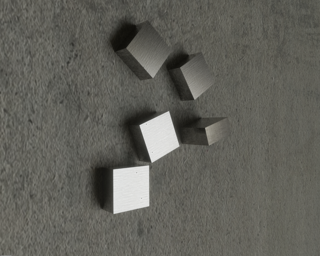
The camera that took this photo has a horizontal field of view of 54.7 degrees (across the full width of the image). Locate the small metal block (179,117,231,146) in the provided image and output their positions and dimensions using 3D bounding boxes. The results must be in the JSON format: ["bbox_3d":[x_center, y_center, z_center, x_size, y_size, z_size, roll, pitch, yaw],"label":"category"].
[{"bbox_3d":[0.064,0.004,0.442,0.050,0.050,0.025,-23,105,-38],"label":"small metal block"}]

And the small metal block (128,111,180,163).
[{"bbox_3d":[-0.007,0.010,0.398,0.050,0.025,0.050,-28,108,-37],"label":"small metal block"}]

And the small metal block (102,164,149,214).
[{"bbox_3d":[-0.041,0.071,0.370,0.050,0.025,0.050,-1,91,-40],"label":"small metal block"}]

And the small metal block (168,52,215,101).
[{"bbox_3d":[0.045,-0.073,0.442,0.050,0.025,0.050,-41,115,-32],"label":"small metal block"}]

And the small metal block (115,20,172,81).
[{"bbox_3d":[-0.020,-0.096,0.388,0.050,0.025,0.050,46,63,-30],"label":"small metal block"}]
